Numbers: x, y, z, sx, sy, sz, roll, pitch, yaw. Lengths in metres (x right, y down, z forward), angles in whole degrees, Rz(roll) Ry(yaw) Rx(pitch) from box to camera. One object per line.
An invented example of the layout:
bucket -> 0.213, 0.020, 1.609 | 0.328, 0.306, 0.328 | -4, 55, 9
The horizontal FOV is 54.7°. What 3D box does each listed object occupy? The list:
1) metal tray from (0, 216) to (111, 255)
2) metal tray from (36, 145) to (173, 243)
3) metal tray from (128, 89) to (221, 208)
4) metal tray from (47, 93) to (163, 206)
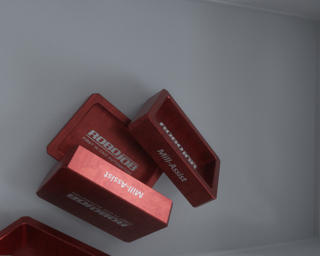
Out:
metal tray -> -0.116, 0.143, 0.299 | 0.130, 0.090, 0.030 | 17, 113, 19
metal tray -> -0.063, 0.080, 0.352 | 0.130, 0.090, 0.030 | 34, 45, -17
metal tray -> 0.024, 0.022, 0.386 | 0.030, 0.090, 0.130 | -32, 104, 26
metal tray -> -0.060, 0.031, 0.385 | 0.130, 0.030, 0.090 | 41, 77, -16
